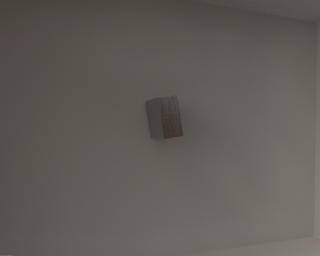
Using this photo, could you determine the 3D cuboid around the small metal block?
[{"bbox_3d":[0.004,-0.013,0.395,0.025,0.050,0.050,-9,93,-20],"label":"small metal block"}]
